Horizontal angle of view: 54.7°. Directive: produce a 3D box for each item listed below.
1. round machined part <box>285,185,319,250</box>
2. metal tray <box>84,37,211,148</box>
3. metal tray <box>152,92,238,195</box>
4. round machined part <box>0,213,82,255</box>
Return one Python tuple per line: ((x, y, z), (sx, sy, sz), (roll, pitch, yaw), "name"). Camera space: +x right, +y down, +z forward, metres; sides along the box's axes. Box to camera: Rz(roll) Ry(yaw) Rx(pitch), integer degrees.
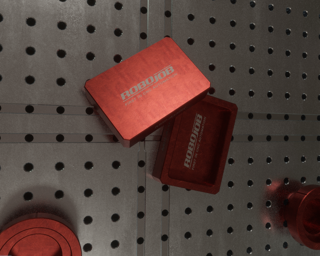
((0.241, 0.139, 0.495), (0.099, 0.042, 0.097), (0, 90, -21), "round machined part")
((-0.014, -0.047, 0.387), (0.131, 0.030, 0.090), (-34, 76, -17), "metal tray")
((0.050, 0.019, 0.429), (0.091, 0.030, 0.129), (16, 85, -20), "metal tray")
((-0.141, 0.145, 0.352), (0.099, 0.042, 0.097), (0, 90, -21), "round machined part")
